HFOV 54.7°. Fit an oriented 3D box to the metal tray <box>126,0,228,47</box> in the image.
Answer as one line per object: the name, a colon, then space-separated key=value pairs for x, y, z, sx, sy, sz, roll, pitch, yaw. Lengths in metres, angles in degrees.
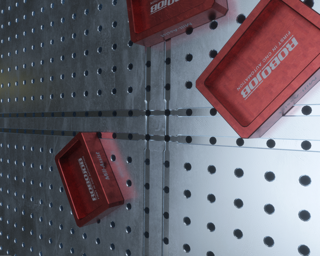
metal tray: x=0.015 y=-0.167 z=0.391 sx=0.130 sy=0.030 sz=0.089 roll=-11 pitch=83 yaw=39

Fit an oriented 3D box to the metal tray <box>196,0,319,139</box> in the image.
metal tray: x=0.107 y=-0.063 z=0.316 sx=0.129 sy=0.030 sz=0.090 roll=-51 pitch=60 yaw=27

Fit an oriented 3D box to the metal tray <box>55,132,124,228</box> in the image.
metal tray: x=-0.118 y=0.082 z=0.500 sx=0.090 sy=0.030 sz=0.130 roll=-39 pitch=67 yaw=32
